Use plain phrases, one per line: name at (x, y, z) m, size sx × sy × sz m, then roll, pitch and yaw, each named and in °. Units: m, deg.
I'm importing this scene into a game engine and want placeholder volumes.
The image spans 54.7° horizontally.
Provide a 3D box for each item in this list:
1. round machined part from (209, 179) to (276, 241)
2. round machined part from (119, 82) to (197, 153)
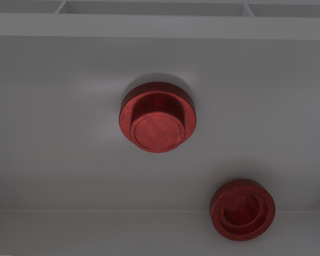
round machined part at (0.126, 0.124, 0.490) m, size 0.099 × 0.042 × 0.097 m, roll -1°, pitch 106°, yaw -4°
round machined part at (-0.003, -0.006, 0.393) m, size 0.099 × 0.042 × 0.097 m, roll 0°, pitch 130°, yaw 0°
